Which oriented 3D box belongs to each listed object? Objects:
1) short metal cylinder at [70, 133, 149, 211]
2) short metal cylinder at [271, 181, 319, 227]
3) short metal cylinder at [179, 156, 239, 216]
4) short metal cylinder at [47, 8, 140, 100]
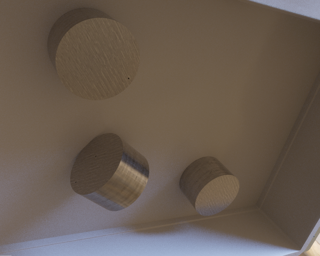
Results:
[{"bbox_3d":[-0.060,0.053,0.374,0.080,0.080,0.050,-44,130,2],"label":"short metal cylinder"},{"bbox_3d":[0.285,0.160,0.654,0.081,0.050,0.079,-14,125,-21],"label":"short metal cylinder"},{"bbox_3d":[0.078,0.092,0.495,0.081,0.050,0.079,-14,125,-21],"label":"short metal cylinder"},{"bbox_3d":[-0.067,-0.074,0.311,0.081,0.050,0.079,-14,125,-21],"label":"short metal cylinder"}]
